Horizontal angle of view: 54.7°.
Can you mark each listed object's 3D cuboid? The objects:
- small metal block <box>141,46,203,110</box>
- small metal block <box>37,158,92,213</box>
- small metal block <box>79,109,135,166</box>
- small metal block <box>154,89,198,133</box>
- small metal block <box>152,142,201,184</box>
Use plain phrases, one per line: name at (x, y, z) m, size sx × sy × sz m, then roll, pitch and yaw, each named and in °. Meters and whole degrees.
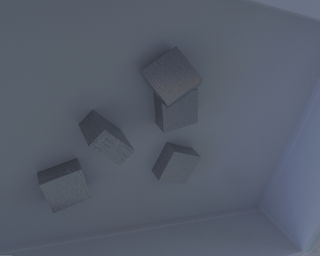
small metal block at (0.014, -0.058, 0.362) m, size 0.050 × 0.025 × 0.050 m, roll -37°, pitch 85°, yaw -4°
small metal block at (-0.119, 0.072, 0.388) m, size 0.050 × 0.025 × 0.050 m, roll -20°, pitch 126°, yaw -16°
small metal block at (-0.063, 0.011, 0.365) m, size 0.025 × 0.050 × 0.050 m, roll -46°, pitch 129°, yaw 4°
small metal block at (0.021, -0.027, 0.403) m, size 0.050 × 0.025 × 0.050 m, roll -17°, pitch 125°, yaw -19°
small metal block at (0.024, 0.053, 0.454) m, size 0.050 × 0.025 × 0.050 m, roll 15°, pitch 111°, yaw -34°
